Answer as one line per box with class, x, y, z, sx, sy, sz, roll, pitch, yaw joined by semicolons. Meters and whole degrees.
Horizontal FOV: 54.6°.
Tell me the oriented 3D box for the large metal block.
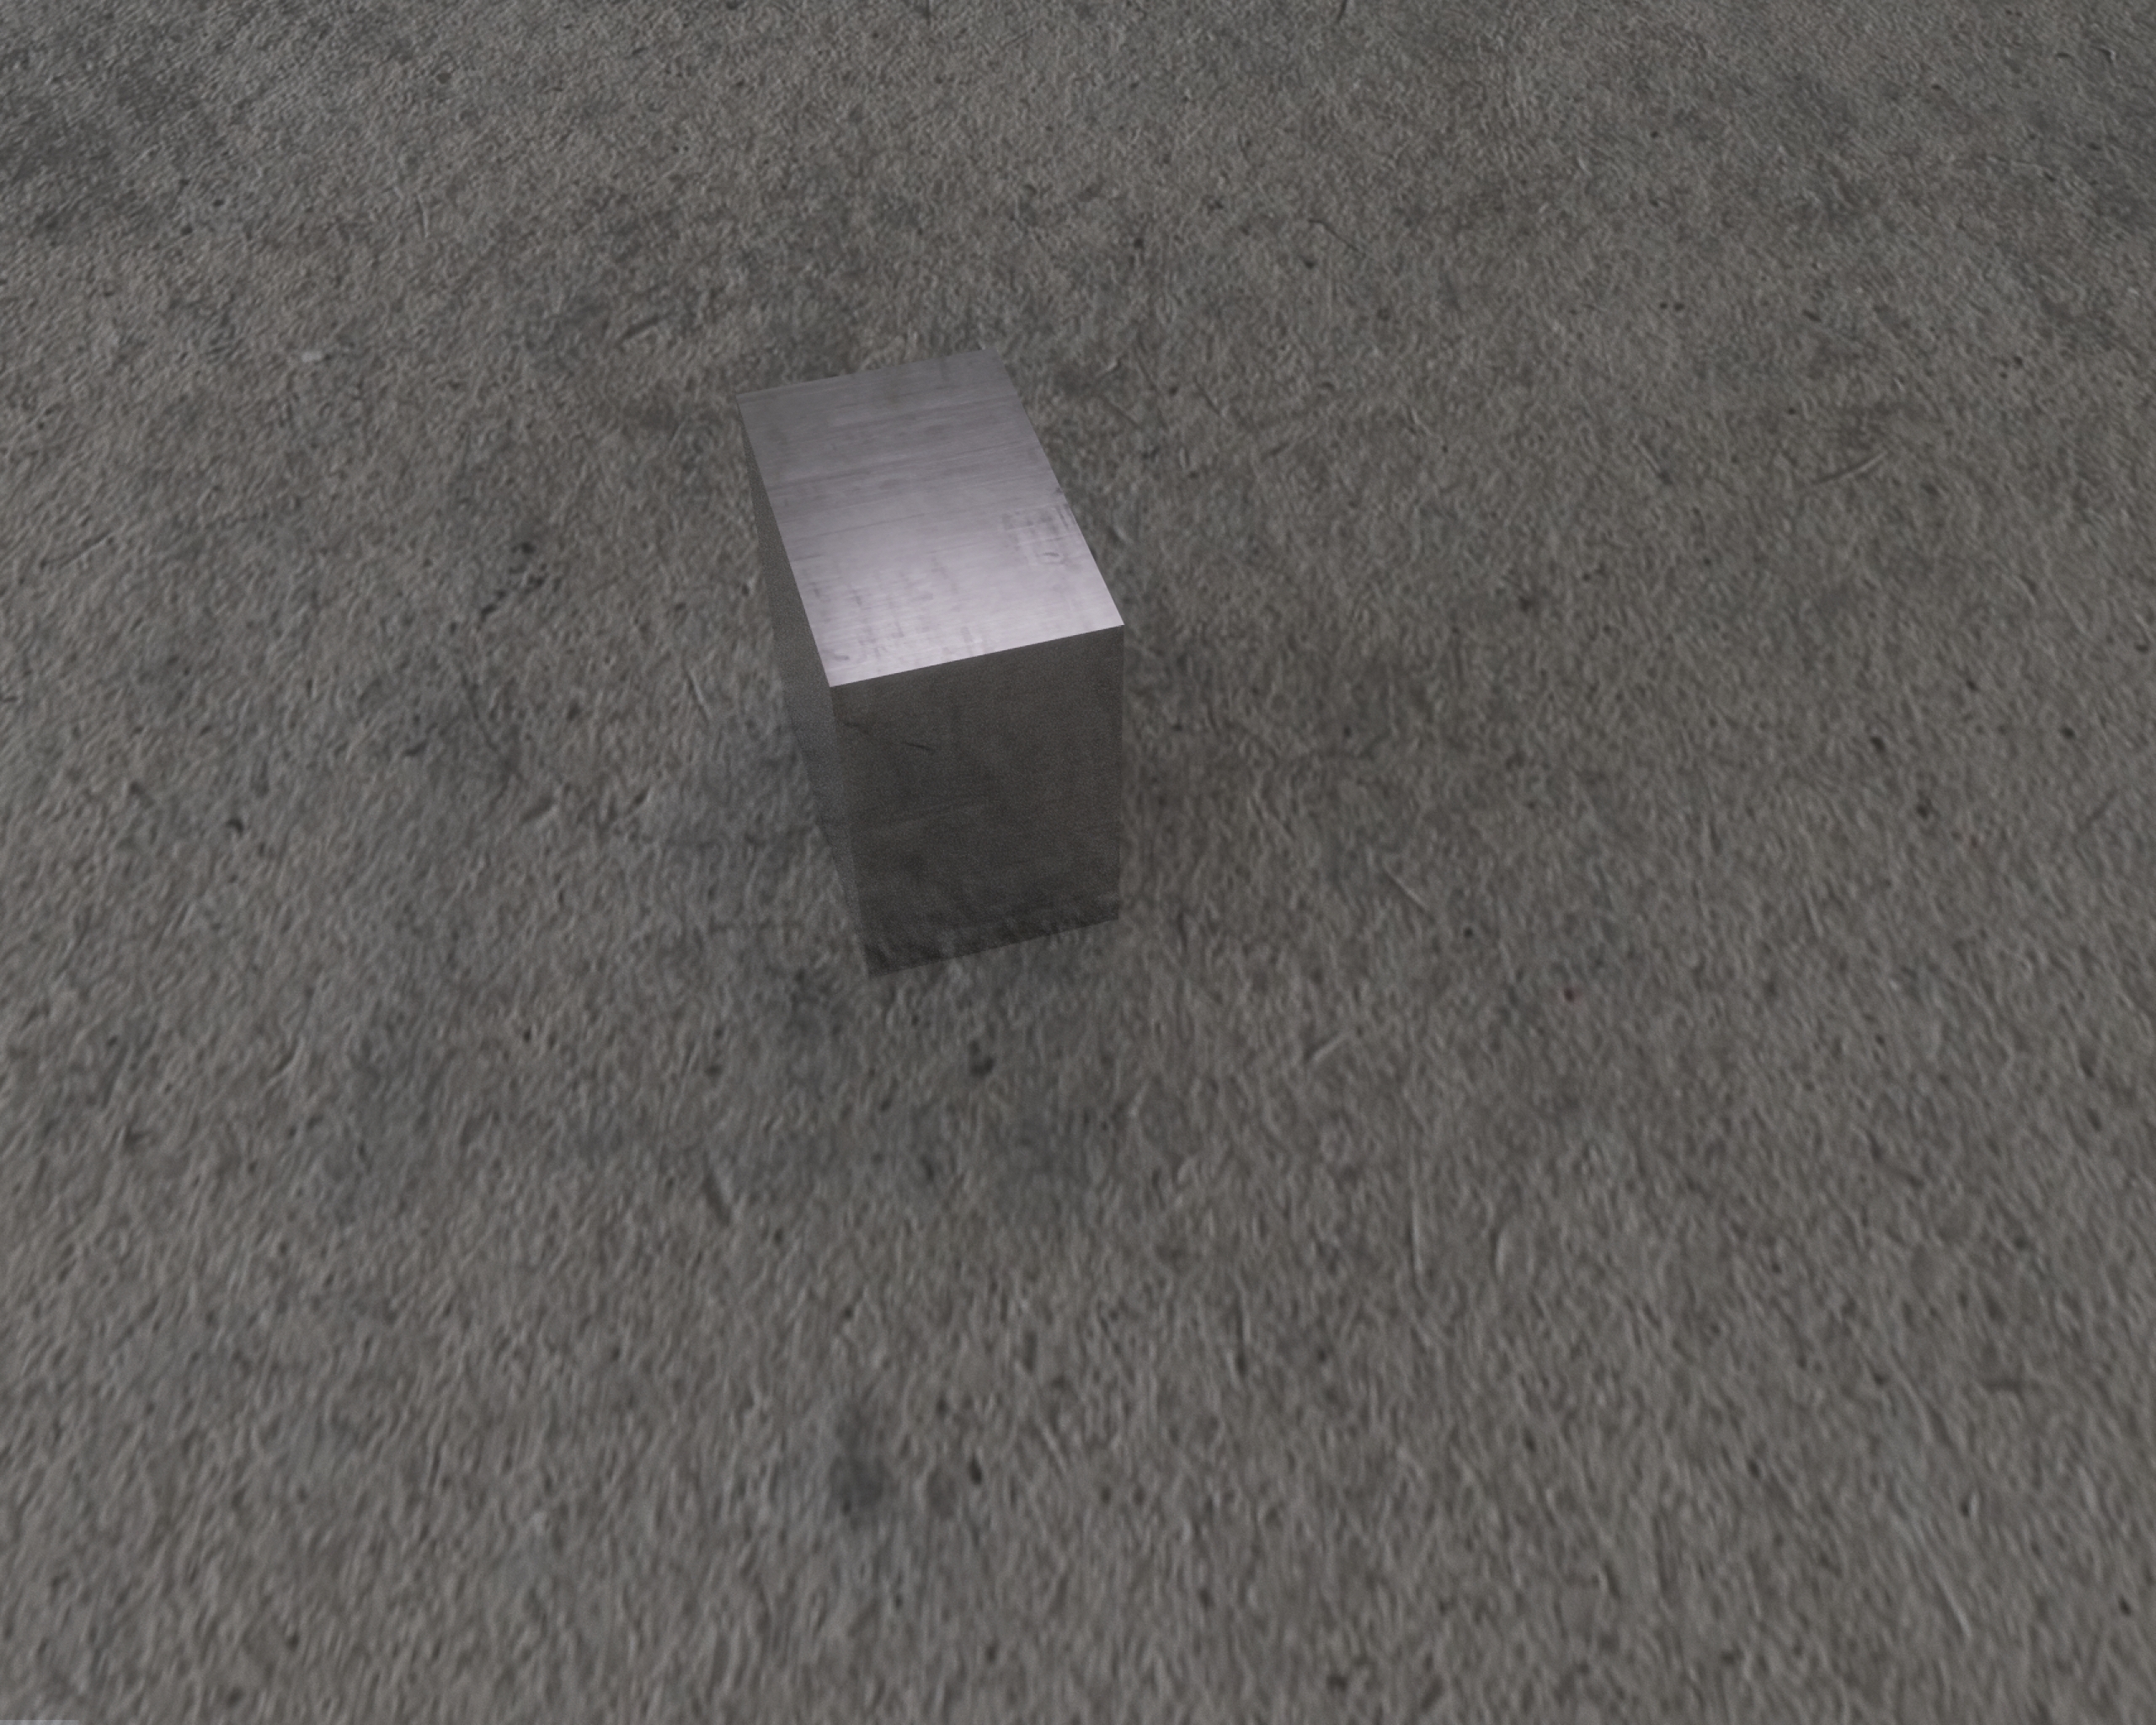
large metal block;-0.028;-0.038;0.400;0.050;0.080;0.080;-13;51;-11
